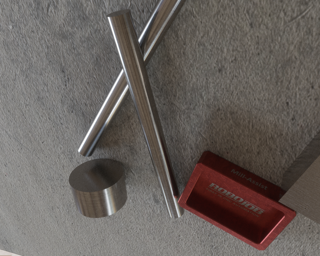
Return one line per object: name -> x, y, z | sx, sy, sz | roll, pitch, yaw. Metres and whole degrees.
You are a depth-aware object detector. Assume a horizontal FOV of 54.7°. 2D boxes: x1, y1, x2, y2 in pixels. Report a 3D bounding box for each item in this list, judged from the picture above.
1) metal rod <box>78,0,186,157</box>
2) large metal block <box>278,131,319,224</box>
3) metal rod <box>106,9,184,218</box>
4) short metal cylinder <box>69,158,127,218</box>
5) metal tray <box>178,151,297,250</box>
metal rod -> -0.045, -0.057, 0.393 | 0.025, 0.025, 0.298 | 39, 129, 1
large metal block -> 0.187, 0.058, 0.328 | 0.080, 0.050, 0.079 | 29, 128, 9
metal rod -> -0.009, 0.005, 0.393 | 0.025, 0.025, 0.298 | 3, 126, 26
short metal cylinder -> -0.093, 0.090, 0.474 | 0.080, 0.080, 0.050 | 9, 122, 23
metal tray -> 0.098, 0.097, 0.410 | 0.130, 0.030, 0.089 | 27, 128, 10
